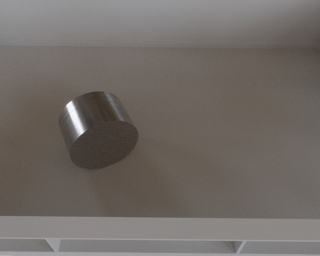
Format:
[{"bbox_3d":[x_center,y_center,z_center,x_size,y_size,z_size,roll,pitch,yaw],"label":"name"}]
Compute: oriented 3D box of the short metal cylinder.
[{"bbox_3d":[-0.073,0.004,0.365,0.081,0.080,0.050,-20,53,-17],"label":"short metal cylinder"}]
